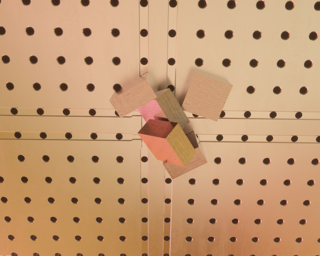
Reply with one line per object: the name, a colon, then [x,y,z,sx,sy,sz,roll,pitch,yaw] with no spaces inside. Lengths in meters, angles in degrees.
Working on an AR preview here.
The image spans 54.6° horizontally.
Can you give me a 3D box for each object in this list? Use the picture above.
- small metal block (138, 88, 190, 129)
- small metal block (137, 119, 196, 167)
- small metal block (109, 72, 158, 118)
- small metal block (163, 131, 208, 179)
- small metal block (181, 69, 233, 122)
small metal block: [0.002,-0.019,0.391,0.025,0.050,0.050,-43,110,-28]
small metal block: [0.008,0.018,0.376,0.025,0.050,0.050,-51,126,-25]
small metal block: [-0.031,-0.042,0.384,0.050,0.050,0.025,-28,108,10]
small metal block: [0.031,0.035,0.413,0.050,0.050,0.025,-27,110,10]
small metal block: [0.058,-0.042,0.398,0.050,0.025,0.050,18,109,-7]
